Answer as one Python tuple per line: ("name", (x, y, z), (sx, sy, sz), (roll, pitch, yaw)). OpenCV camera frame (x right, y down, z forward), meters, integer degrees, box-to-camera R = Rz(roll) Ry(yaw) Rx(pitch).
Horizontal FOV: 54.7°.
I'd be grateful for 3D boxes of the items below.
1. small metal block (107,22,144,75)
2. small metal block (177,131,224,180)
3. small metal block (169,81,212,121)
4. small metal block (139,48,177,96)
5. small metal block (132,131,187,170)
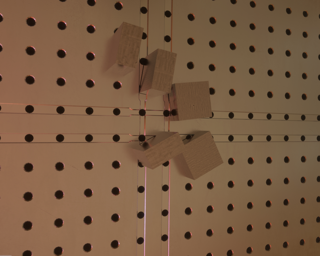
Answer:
("small metal block", (-0.044, -0.096, 0.384), (0.025, 0.050, 0.050), (12, 86, -20))
("small metal block", (0.053, 0.037, 0.434), (0.050, 0.025, 0.050), (-27, 99, -18))
("small metal block", (0.042, -0.037, 0.429), (0.050, 0.025, 0.050), (-7, 93, -20))
("small metal block", (-0.003, -0.070, 0.399), (0.025, 0.050, 0.050), (11, 87, -20))
("small metal block", (-0.002, 0.027, 0.400), (0.050, 0.050, 0.025), (-29, 100, -18))
